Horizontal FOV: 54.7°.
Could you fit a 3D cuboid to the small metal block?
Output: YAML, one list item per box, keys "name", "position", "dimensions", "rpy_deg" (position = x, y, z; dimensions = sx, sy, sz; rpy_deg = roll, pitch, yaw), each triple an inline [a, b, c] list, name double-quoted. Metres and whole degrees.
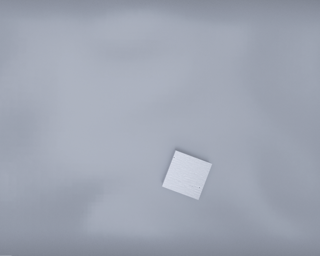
- name: "small metal block"
  position: [0.035, 0.061, 0.412]
  dimensions: [0.050, 0.025, 0.050]
  rpy_deg: [21, 90, -1]
